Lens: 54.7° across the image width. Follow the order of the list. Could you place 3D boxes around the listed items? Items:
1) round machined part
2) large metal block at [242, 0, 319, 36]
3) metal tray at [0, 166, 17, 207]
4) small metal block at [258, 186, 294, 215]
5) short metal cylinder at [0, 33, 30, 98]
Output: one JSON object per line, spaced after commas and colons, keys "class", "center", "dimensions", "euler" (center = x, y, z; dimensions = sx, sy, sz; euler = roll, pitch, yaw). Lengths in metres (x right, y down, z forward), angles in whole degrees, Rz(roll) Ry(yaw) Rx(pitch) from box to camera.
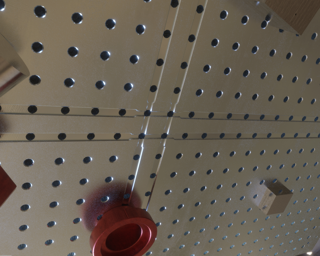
{"class": "round machined part", "center": [-0.057, 0.156, 0.466], "dimensions": [0.099, 0.042, 0.097], "euler": [-14, 124, -21]}
{"class": "large metal block", "center": [0.155, -0.172, 0.373], "dimensions": [0.080, 0.050, 0.080], "euler": [20, 108, -36]}
{"class": "metal tray", "center": [-0.201, 0.020, 0.275], "dimensions": [0.090, 0.030, 0.129], "euler": [1, 131, 23]}
{"class": "small metal block", "center": [0.235, 0.147, 0.631], "dimensions": [0.050, 0.025, 0.050], "euler": [1, 118, -29]}
{"class": "short metal cylinder", "center": [-0.156, -0.059, 0.253], "dimensions": [0.050, 0.080, 0.080], "euler": [-39, 129, -3]}
